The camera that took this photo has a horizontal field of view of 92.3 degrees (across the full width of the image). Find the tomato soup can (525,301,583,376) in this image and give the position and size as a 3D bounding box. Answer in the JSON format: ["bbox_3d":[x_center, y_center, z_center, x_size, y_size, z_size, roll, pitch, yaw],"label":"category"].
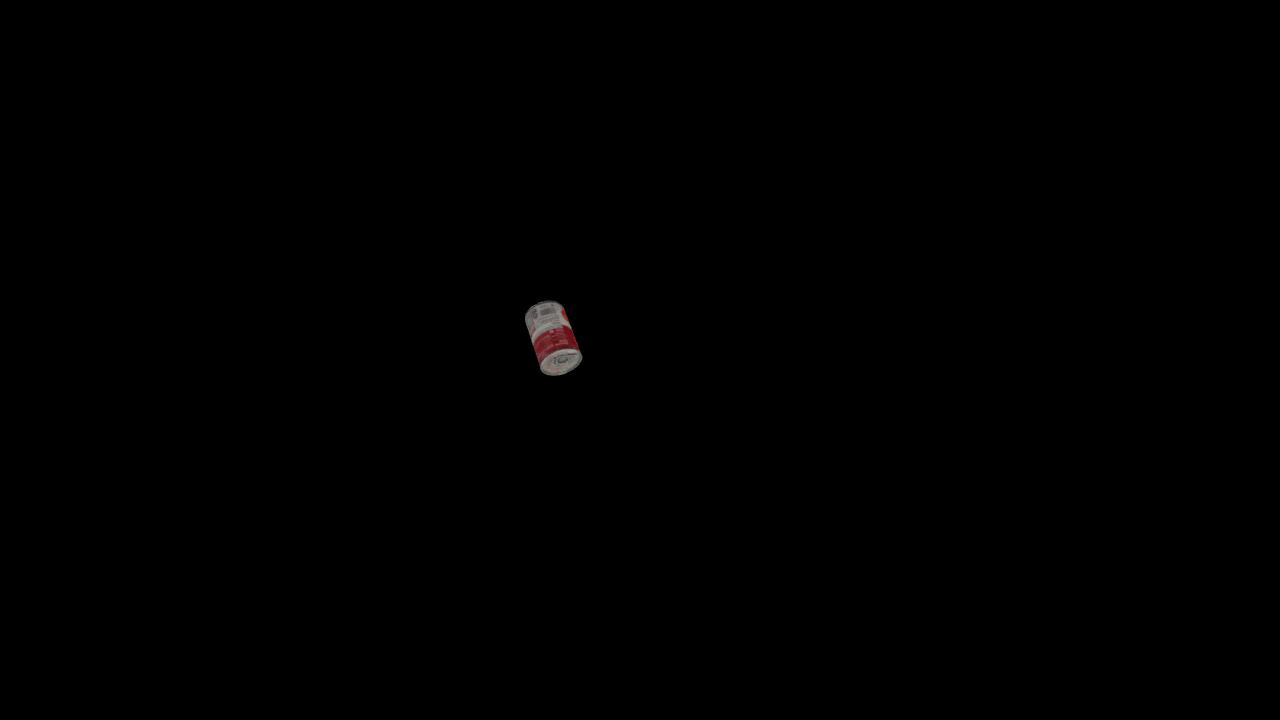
[{"bbox_3d":[-0.138,-0.035,0.968,0.068,0.101,0.068,-17,-32,-11],"label":"tomato soup can"}]
